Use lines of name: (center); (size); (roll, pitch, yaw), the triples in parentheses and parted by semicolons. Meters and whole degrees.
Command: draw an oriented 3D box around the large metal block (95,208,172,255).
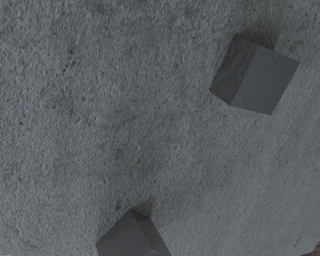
large metal block: (-0.041, 0.183, 0.462); (0.080, 0.080, 0.050); (-47, 129, 4)

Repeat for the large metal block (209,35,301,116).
large metal block: (0.126, -0.069, 0.417); (0.081, 0.050, 0.079); (9, 114, -32)
